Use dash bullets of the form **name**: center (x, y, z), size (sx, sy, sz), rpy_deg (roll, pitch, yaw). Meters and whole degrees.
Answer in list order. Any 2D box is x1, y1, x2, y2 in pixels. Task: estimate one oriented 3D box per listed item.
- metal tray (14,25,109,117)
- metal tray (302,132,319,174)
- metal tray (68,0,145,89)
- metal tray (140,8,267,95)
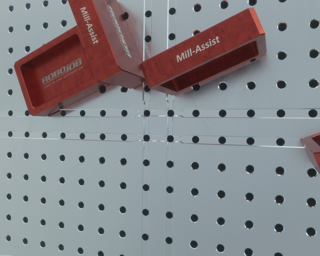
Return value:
- **metal tray**: center (-0.148, -0.082, 0.462), size (0.130, 0.030, 0.090), rpy_deg (-23, 82, 18)
- **metal tray**: center (0.214, 0.008, 0.300), size (0.130, 0.090, 0.030), rpy_deg (-23, 90, 18)
- **metal tray**: center (-0.066, -0.120, 0.401), size (0.030, 0.090, 0.130), rpy_deg (-24, 82, 19)
- **metal tray**: center (0.054, -0.081, 0.359), size (0.130, 0.090, 0.030), rpy_deg (-23, 83, 18)
